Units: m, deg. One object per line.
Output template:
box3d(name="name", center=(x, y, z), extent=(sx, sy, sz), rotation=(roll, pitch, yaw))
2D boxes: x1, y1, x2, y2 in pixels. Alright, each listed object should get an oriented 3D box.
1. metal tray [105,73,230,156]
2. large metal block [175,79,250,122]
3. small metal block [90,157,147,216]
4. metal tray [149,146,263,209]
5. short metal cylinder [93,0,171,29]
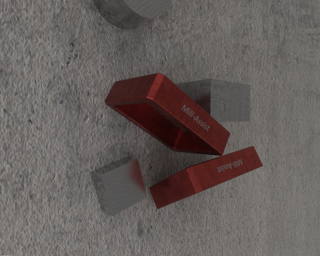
box3d(name="metal tray", center=(0.010, -0.011, 0.370), extent=(0.130, 0.090, 0.030), rotation=(36, 68, -34))
box3d(name="large metal block", center=(0.065, -0.034, 0.423), extent=(0.081, 0.080, 0.050), rotation=(0, 90, -40))
box3d(name="small metal block", center=(-0.048, 0.067, 0.365), extent=(0.050, 0.025, 0.050), rotation=(-21, 104, -38))
box3d(name="metal tray", center=(0.062, 0.064, 0.411), extent=(0.131, 0.090, 0.030), rotation=(-11, 73, -39))
box3d(name="short metal cylinder", center=(-0.032, -0.162, 0.361), extent=(0.081, 0.050, 0.080), rotation=(0, 90, -40))
